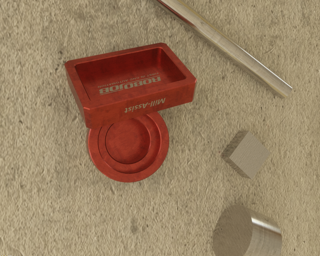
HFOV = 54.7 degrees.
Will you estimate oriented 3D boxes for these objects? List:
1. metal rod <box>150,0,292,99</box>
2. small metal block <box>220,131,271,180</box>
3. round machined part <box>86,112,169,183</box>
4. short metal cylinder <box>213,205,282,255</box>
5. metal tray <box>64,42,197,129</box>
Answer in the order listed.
[{"bbox_3d":[0.072,-0.131,0.435,0.301,0.025,0.025,31,80,-18],"label":"metal rod"},{"bbox_3d":[0.125,0.039,0.456,0.050,0.025,0.050,43,76,-15],"label":"small metal block"},{"bbox_3d":[-0.042,0.016,0.385,0.099,0.042,0.097,0,90,-20],"label":"round machined part"},{"bbox_3d":[0.117,0.152,0.424,0.050,0.080,0.080,26,82,-18],"label":"short metal cylinder"},{"bbox_3d":[-0.035,-0.055,0.364,0.131,0.090,0.030,-17,140,-19],"label":"metal tray"}]
